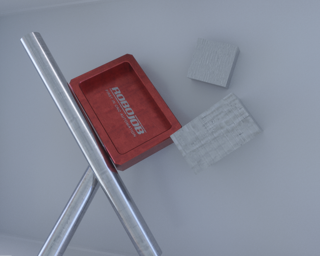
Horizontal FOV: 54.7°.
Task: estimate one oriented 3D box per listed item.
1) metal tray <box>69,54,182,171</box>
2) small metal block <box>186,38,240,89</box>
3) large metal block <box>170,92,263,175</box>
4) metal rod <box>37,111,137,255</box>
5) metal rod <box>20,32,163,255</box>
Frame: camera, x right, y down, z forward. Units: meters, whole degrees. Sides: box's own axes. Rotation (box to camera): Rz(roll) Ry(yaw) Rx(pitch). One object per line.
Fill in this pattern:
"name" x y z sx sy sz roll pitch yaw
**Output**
"metal tray" -0.044 -0.023 0.391 0.091 0.030 0.130 -29 71 -14
"small metal block" 0.067 -0.080 0.387 0.050 0.025 0.050 18 96 18
"large metal block" 0.069 0.006 0.357 0.080 0.080 0.050 -36 79 16
"metal rod" -0.100 0.096 0.368 0.025 0.025 0.300 18 66 19
"metal rod" -0.082 0.021 0.367 0.025 0.025 0.299 -31 87 17
